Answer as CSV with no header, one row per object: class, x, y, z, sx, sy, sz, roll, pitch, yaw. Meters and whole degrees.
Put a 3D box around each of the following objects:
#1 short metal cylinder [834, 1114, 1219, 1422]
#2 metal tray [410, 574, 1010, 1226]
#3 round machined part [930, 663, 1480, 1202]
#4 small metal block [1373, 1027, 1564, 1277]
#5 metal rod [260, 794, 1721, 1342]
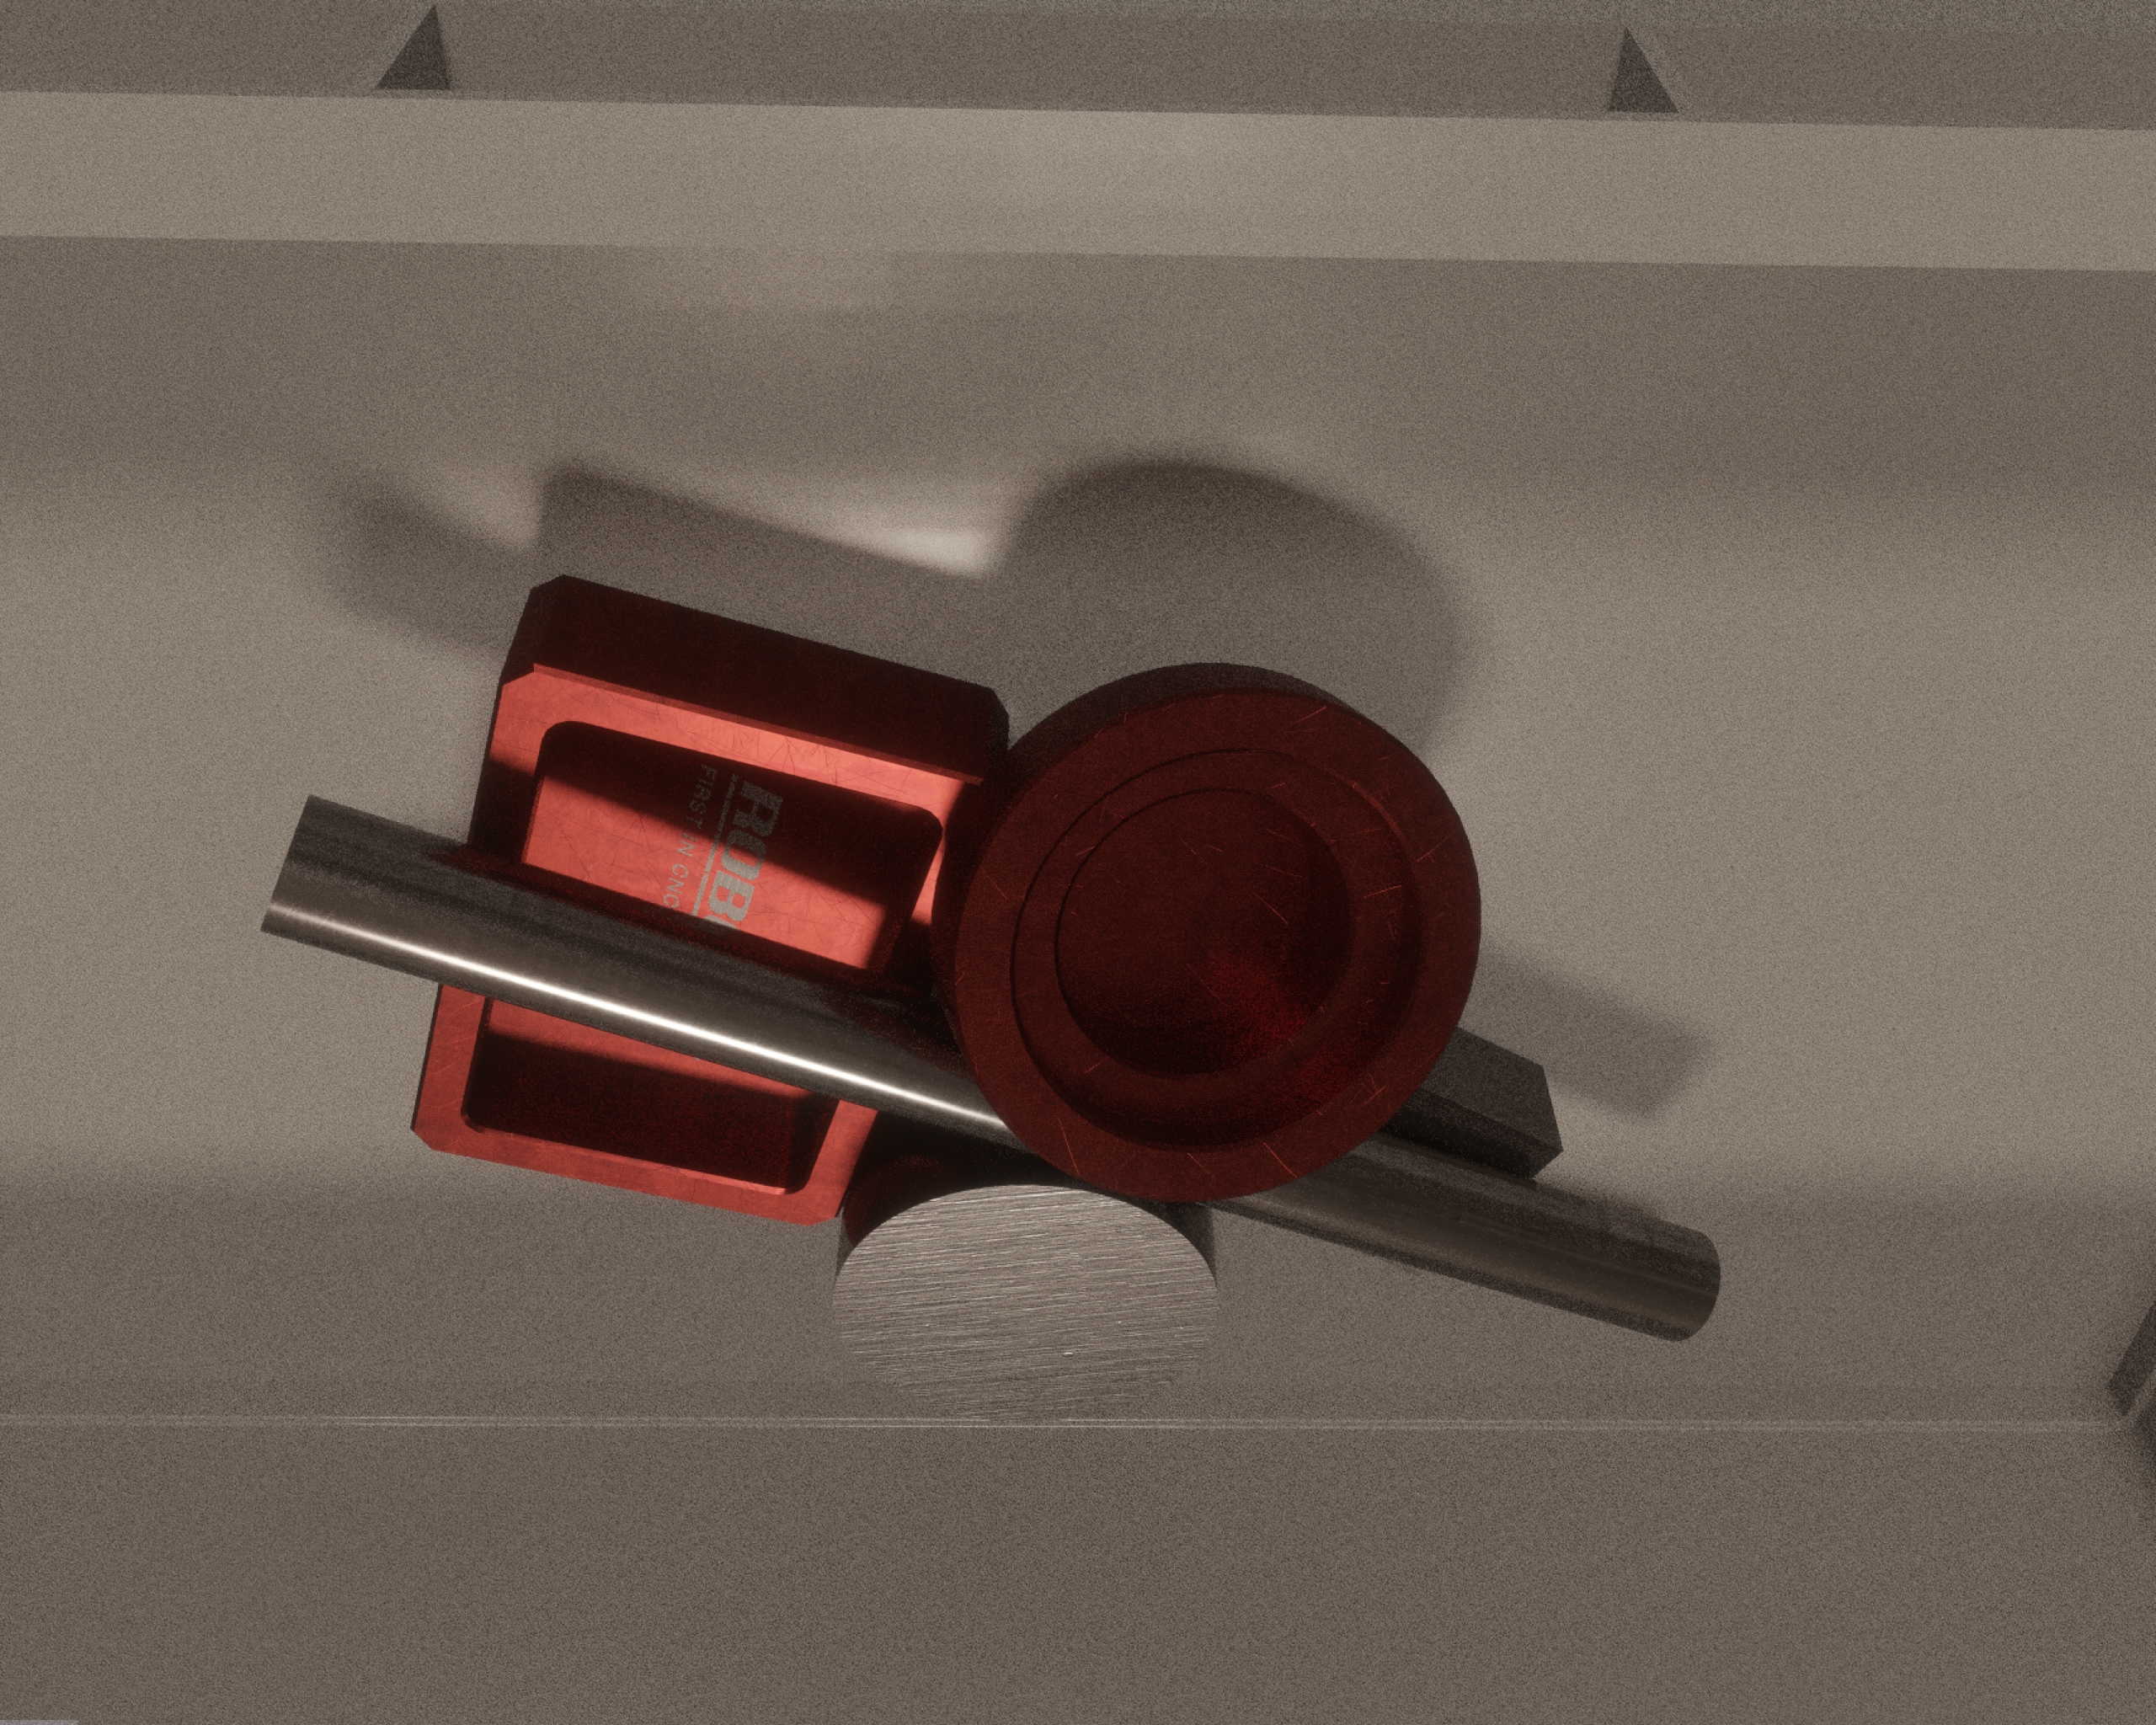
short metal cylinder,-0.011,0.078,0.456,0.081,0.050,0.079,0,130,0
metal tray,-0.075,0.013,0.413,0.091,0.030,0.129,14,129,-13
round machined part,0.021,0.010,0.389,0.099,0.042,0.097,-4,109,-13
small metal block,0.069,0.060,0.459,0.050,0.025,0.050,25,126,-20
metal rod,-0.002,0.046,0.409,0.302,0.025,0.025,19,128,-19
